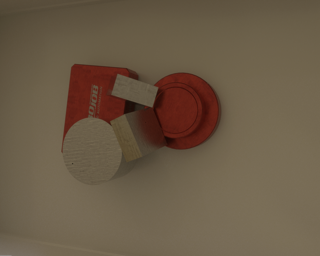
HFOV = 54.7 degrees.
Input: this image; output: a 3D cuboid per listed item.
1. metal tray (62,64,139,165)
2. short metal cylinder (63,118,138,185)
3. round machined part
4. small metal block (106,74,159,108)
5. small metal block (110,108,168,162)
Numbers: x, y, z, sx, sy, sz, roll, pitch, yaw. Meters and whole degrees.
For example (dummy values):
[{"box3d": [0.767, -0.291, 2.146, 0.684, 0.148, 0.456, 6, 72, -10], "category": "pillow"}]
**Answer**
[{"box3d": [-0.084, -0.020, 0.432, 0.090, 0.030, 0.129, 8, 93, 19], "category": "metal tray"}, {"box3d": [-0.073, 0.027, 0.388, 0.080, 0.050, 0.079, 0, 90, 19], "category": "short metal cylinder"}, {"box3d": [0.025, -0.021, 0.390, 0.098, 0.042, 0.097, 0, 90, 19], "category": "round machined part"}, {"box3d": [-0.036, -0.045, 0.380, 0.050, 0.050, 0.025, 16, 90, -18], "category": "small metal block"}, {"box3d": [-0.024, 0.006, 0.361, 0.025, 0.050, 0.050, -23, 89, 37], "category": "small metal block"}]
